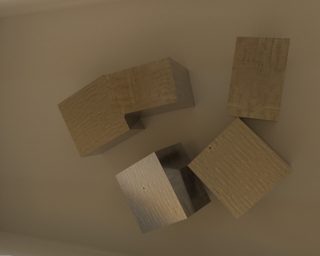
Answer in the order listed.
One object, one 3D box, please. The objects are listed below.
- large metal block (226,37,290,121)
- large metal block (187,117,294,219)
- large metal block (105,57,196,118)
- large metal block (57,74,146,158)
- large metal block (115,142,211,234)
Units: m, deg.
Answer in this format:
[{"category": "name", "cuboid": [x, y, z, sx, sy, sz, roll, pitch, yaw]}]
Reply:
[{"category": "large metal block", "cuboid": [0.109, -0.049, 0.343, 0.050, 0.080, 0.079, 8, 93, 20]}, {"category": "large metal block", "cuboid": [0.094, 0.044, 0.364, 0.080, 0.050, 0.080, -46, 76, 14]}, {"category": "large metal block", "cuboid": [-0.009, -0.045, 0.384, 0.080, 0.080, 0.050, -12, 86, 19]}, {"category": "large metal block", "cuboid": [-0.080, -0.015, 0.425, 0.080, 0.050, 0.080, -29, 81, 17]}, {"category": "large metal block", "cuboid": [0.002, 0.074, 0.382, 0.080, 0.050, 0.080, -34, 78, 39]}]
